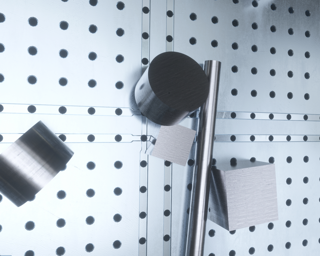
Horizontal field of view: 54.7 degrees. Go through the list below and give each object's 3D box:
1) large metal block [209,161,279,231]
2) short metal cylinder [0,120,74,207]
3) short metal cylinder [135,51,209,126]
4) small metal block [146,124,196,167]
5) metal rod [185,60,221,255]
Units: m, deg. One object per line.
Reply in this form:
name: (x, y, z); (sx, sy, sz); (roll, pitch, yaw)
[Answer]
large metal block: (0.117, 0.093, 0.442); (0.081, 0.050, 0.079); (-5, 92, -20)
short metal cylinder: (-0.140, 0.037, 0.332); (0.080, 0.080, 0.050); (-45, 104, -14)
short metal cylinder: (0.014, -0.048, 0.391); (0.081, 0.050, 0.080); (9, 66, -20)
small metal block: (0.015, 0.020, 0.418); (0.050, 0.025, 0.050); (20, 83, -19)
metal rod: (0.060, 0.055, 0.434); (0.025, 0.025, 0.298); (6, 88, -20)
